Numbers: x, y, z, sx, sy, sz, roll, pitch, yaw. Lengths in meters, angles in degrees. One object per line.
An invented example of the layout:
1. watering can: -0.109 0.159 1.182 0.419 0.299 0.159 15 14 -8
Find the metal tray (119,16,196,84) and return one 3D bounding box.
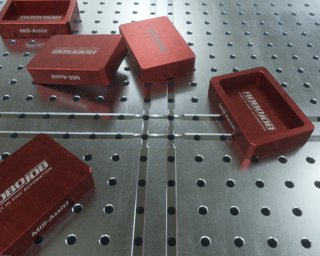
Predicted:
1. metal tray: -0.007 -0.135 0.518 0.091 0.030 0.130 -16 52 -13

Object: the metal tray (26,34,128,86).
1. metal tray: -0.126 -0.107 0.479 0.130 0.030 0.090 5 49 17

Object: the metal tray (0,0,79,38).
1. metal tray: -0.224 -0.206 0.576 0.131 0.030 0.090 -1 50 -1

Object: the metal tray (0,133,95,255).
1. metal tray: -0.150 0.073 0.342 0.090 0.030 0.131 31 57 23

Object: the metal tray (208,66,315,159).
1. metal tray: 0.133 -0.027 0.427 0.091 0.030 0.130 -14 51 -11
